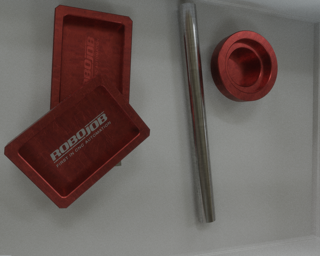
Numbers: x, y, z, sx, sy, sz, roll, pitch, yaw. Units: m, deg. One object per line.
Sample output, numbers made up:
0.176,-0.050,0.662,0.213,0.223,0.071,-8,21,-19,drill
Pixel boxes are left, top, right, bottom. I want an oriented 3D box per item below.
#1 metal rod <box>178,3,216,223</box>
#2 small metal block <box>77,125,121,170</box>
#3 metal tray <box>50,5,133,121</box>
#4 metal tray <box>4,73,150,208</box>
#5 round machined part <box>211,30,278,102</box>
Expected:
0.051,-0.019,0.430,0.025,0.025,0.298,-6,92,-20,metal rod
-0.077,0.023,0.383,0.050,0.025,0.050,-4,92,-20,small metal block
-0.083,-0.074,0.377,0.091,0.030,0.129,3,89,-21,metal tray
-0.088,0.013,0.345,0.130,0.030,0.090,-41,108,-12,metal tray
0.116,-0.086,0.446,0.099,0.042,0.097,0,90,-21,round machined part
